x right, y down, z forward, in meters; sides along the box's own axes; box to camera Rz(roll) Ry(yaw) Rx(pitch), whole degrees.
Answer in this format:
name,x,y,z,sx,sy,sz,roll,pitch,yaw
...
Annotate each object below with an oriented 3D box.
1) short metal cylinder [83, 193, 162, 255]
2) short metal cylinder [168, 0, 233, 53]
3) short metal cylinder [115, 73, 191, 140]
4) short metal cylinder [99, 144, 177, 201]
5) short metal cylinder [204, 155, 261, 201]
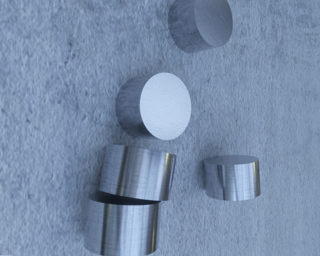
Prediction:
name,x,y,z,sx,sy,sz,roll,pitch,yaw
short metal cylinder,-0.040,0.101,0.337,0.081,0.080,0.050,6,86,-40
short metal cylinder,0.058,-0.150,0.439,0.081,0.050,0.079,0,90,-40
short metal cylinder,-0.007,-0.026,0.384,0.081,0.050,0.079,0,90,-40
short metal cylinder,-0.025,0.050,0.350,0.081,0.080,0.050,15,81,-39
short metal cylinder,0.107,0.072,0.462,0.081,0.080,0.050,-7,95,-40
